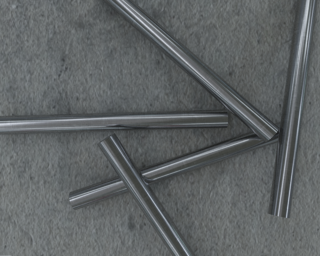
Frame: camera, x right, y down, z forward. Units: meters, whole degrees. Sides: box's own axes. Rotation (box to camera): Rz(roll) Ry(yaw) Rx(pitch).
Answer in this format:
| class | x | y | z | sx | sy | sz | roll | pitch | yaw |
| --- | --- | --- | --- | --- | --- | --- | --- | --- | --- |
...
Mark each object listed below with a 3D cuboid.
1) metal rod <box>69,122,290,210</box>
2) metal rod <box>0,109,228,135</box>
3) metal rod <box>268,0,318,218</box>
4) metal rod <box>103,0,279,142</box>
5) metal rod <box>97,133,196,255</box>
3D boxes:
| class | x | y | z | sx | sy | sz | roll | pitch | yaw |
| --- | --- | --- | --- | --- | --- | --- | --- | --- | --- |
| metal rod | 0.029 | 0.049 | 0.410 | 0.302 | 0.025 | 0.025 | -18 | 90 | -1 |
| metal rod | -0.063 | -0.008 | 0.409 | 0.302 | 0.025 | 0.025 | -2 | 90 | -1 |
| metal rod | 0.171 | -0.040 | 0.392 | 0.025 | 0.025 | 0.299 | 11 | 82 | -1 |
| metal rod | 0.028 | -0.092 | 0.397 | 0.300 | 0.025 | 0.025 | 42 | 90 | 4 |
| metal rod | 0.014 | 0.138 | 0.393 | 0.025 | 0.025 | 0.299 | -33 | 97 | 0 |
